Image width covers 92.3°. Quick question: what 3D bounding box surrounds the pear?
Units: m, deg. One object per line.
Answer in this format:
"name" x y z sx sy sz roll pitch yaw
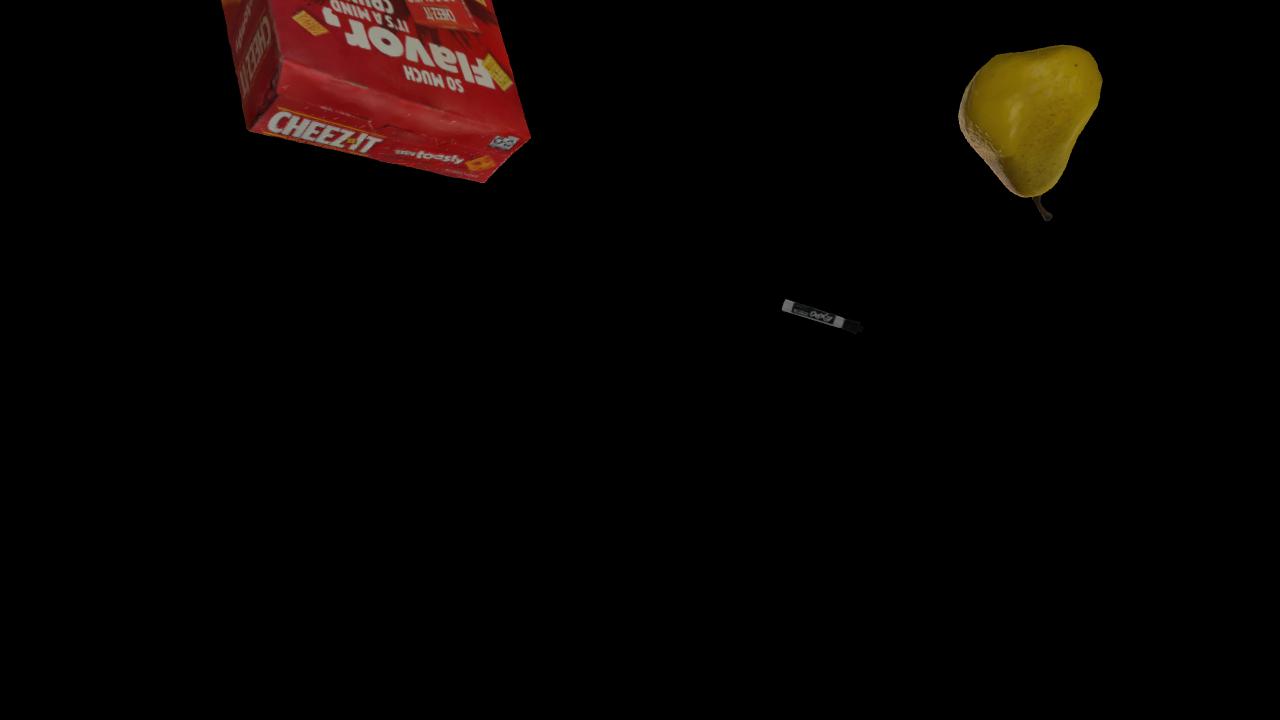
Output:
"pear" 0.260 -0.150 0.417 0.080 0.111 0.080 -8 24 3

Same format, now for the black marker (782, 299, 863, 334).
"black marker" 0.275 -0.065 0.928 0.121 0.020 0.020 20 6 17

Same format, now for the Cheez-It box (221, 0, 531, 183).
"Cheez-It box" -0.179 -0.242 0.410 0.071 0.223 0.166 -27 -15 39
